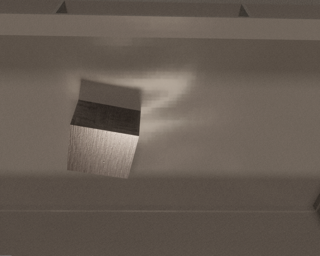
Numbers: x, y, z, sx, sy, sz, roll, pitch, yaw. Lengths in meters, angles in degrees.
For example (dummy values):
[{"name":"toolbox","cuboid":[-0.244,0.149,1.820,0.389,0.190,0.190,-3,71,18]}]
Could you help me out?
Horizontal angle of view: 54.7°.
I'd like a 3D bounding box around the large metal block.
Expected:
[{"name":"large metal block","cuboid":[-0.073,0.016,0.406,0.081,0.050,0.079,10,129,-9]}]
